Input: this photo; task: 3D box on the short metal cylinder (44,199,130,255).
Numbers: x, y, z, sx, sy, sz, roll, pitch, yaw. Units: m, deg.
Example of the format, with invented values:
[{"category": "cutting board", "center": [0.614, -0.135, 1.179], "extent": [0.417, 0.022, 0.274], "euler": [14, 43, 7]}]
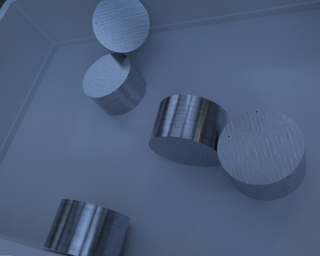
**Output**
[{"category": "short metal cylinder", "center": [-0.079, 0.115, 0.341], "extent": [0.080, 0.080, 0.050], "euler": [1, 62, 28]}]

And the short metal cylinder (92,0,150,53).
[{"category": "short metal cylinder", "center": [-0.058, -0.152, 0.461], "extent": [0.080, 0.080, 0.050], "euler": [-40, 14, 1]}]

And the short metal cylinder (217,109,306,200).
[{"category": "short metal cylinder", "center": [0.104, 0.028, 0.317], "extent": [0.080, 0.050, 0.080], "euler": [-12, 57, 20]}]

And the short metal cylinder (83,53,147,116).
[{"category": "short metal cylinder", "center": [-0.068, -0.066, 0.466], "extent": [0.080, 0.050, 0.080], "euler": [-13, 56, 21]}]

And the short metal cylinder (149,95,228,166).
[{"category": "short metal cylinder", "center": [0.032, 0.005, 0.350], "extent": [0.080, 0.080, 0.050], "euler": [1, 63, 29]}]
